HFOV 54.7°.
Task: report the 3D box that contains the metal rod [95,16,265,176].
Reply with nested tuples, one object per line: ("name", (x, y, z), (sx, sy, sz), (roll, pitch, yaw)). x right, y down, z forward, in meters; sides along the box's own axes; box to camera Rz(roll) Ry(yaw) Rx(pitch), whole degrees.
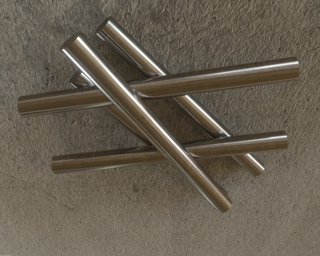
("metal rod", (0.043, -0.022, 0.390), (0.025, 0.025, 0.301), (-35, 122, 26))

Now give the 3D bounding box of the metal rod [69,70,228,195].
("metal rod", (0.002, 0.026, 0.430), (0.025, 0.025, 0.300), (-33, 123, 25))

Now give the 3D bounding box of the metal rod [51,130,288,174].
("metal rod", (0.009, 0.033, 0.404), (0.302, 0.025, 0.025), (-7, 130, 5))

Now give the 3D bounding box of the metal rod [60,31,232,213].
("metal rod", (0.005, 0.015, 0.357), (0.025, 0.025, 0.300), (-28, 126, 21))

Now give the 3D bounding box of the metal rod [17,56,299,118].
("metal rod", (-0.007, -0.043, 0.339), (0.302, 0.025, 0.025), (-7, 130, 5))
